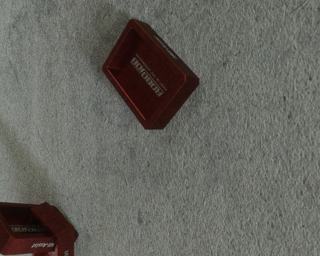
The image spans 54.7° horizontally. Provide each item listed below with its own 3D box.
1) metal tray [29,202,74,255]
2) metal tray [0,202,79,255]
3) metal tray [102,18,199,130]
[{"bbox_3d":[-0.188,0.205,0.537,0.090,0.030,0.129,25,118,36],"label":"metal tray"},{"bbox_3d":[-0.209,0.162,0.507,0.090,0.130,0.030,33,94,35],"label":"metal tray"},{"bbox_3d":[-0.018,-0.072,0.416,0.090,0.030,0.130,-52,60,27],"label":"metal tray"}]
